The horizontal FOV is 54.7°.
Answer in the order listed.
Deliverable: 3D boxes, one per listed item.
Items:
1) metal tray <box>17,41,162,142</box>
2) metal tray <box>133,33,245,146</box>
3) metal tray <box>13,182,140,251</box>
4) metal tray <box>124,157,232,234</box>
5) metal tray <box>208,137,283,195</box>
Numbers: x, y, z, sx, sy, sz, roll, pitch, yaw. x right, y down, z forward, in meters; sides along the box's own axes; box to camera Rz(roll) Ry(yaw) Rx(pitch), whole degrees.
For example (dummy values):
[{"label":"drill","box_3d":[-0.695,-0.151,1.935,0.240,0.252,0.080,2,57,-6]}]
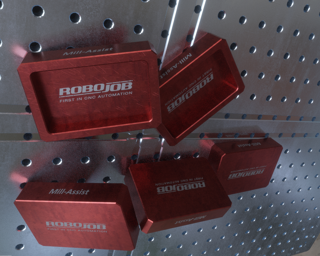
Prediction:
[{"label":"metal tray","box_3d":[-0.067,-0.037,0.325,0.131,0.030,0.089,-8,124,-6]},{"label":"metal tray","box_3d":[0.040,-0.047,0.402,0.130,0.030,0.090,-38,130,-3]},{"label":"metal tray","box_3d":[-0.098,0.109,0.379,0.131,0.030,0.089,-1,126,11]},{"label":"metal tray","box_3d":[0.025,0.089,0.436,0.131,0.090,0.030,-3,137,-28]},{"label":"metal tray","box_3d":[0.140,0.067,0.529,0.131,0.030,0.089,-5,121,-27]}]
